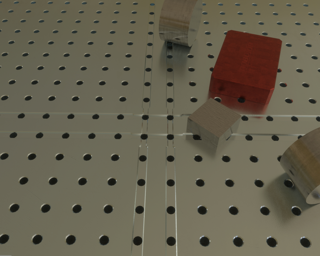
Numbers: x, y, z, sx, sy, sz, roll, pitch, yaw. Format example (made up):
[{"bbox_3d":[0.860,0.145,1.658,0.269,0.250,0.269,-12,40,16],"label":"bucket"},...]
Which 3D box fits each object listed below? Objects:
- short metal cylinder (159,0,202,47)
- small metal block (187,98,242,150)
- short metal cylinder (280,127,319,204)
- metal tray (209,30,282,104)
[{"bbox_3d":[0.036,-0.184,0.526,0.050,0.080,0.080,17,52,13],"label":"short metal cylinder"},{"bbox_3d":[0.072,-0.007,0.414,0.050,0.025,0.050,35,58,26],"label":"small metal block"},{"bbox_3d":[0.182,0.040,0.339,0.081,0.080,0.050,-14,52,-12],"label":"short metal cylinder"},{"bbox_3d":[0.138,-0.101,0.490,0.090,0.030,0.130,15,52,12],"label":"metal tray"}]
